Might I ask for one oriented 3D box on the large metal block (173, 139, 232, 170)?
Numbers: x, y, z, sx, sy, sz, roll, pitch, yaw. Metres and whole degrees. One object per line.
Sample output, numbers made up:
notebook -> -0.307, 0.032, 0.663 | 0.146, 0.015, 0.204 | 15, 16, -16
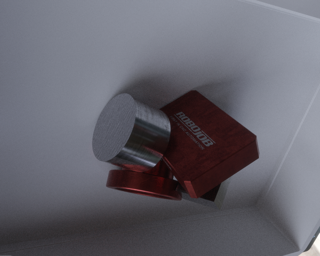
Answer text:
large metal block -> 0.058, 0.027, 0.431 | 0.081, 0.050, 0.079 | -14, 129, -21

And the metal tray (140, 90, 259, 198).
metal tray -> 0.041, 0.012, 0.369 | 0.090, 0.130, 0.030 | -31, 130, -9

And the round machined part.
round machined part -> -0.017, 0.065, 0.404 | 0.099, 0.098, 0.042 | 22, 71, -37

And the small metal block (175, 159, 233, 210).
small metal block -> 0.054, 0.065, 0.374 | 0.050, 0.050, 0.025 | -62, 142, -24

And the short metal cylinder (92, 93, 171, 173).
short metal cylinder -> -0.034, 0.007, 0.358 | 0.050, 0.080, 0.080 | 25, 105, -37
